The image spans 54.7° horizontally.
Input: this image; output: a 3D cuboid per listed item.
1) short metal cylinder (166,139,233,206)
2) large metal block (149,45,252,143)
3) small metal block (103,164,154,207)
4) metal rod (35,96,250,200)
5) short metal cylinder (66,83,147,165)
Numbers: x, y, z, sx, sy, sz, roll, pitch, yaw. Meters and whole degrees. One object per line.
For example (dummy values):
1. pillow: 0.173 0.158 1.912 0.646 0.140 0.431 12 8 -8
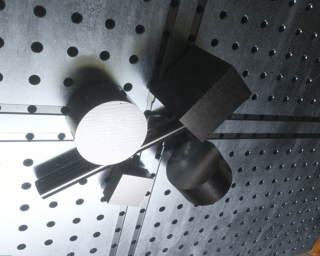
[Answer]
1. short metal cylinder: 0.056 0.063 0.441 0.080 0.080 0.050 -40 130 -1
2. large metal block: 0.046 -0.043 0.370 0.080 0.080 0.050 -45 129 3
3. small metal block: -0.044 0.081 0.433 0.050 0.025 0.050 16 110 -35
4. metal rod: -0.013 0.012 0.407 0.302 0.025 0.025 -26 128 -13
5. short metal cylinder: -0.061 -0.005 0.354 0.081 0.050 0.079 -14 124 -21
